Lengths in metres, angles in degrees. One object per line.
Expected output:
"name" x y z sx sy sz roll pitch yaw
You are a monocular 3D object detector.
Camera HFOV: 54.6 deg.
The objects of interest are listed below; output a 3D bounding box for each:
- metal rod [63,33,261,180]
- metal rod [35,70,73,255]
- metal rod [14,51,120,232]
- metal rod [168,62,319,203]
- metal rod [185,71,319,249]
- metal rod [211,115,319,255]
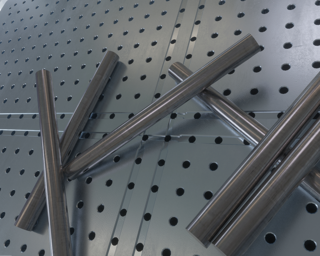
"metal rod" -0.008 -0.019 0.402 0.300 0.025 0.025 -34 51 14
"metal rod" -0.150 0.043 0.432 0.025 0.025 0.299 -23 62 14
"metal rod" -0.134 0.007 0.475 0.025 0.025 0.300 9 66 32
"metal rod" 0.102 0.001 0.354 0.025 0.025 0.300 -42 51 -1
"metal rod" 0.134 -0.006 0.313 0.301 0.025 0.025 -45 50 -15
"metal rod" 0.157 0.004 0.297 0.301 0.025 0.025 -45 50 -14
